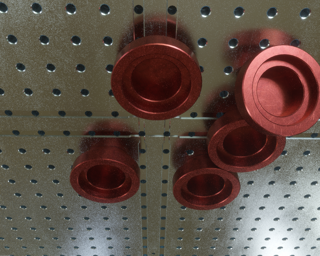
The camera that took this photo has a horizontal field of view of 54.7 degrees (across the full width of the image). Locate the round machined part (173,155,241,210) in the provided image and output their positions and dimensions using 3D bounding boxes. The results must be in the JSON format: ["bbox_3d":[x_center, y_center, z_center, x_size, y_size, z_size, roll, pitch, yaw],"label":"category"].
[{"bbox_3d":[0.068,0.078,0.469,0.099,0.042,0.097,-1,130,0],"label":"round machined part"}]

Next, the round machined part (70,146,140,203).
[{"bbox_3d":[-0.078,0.064,0.454,0.099,0.042,0.097,-1,130,0],"label":"round machined part"}]

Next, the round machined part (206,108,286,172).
[{"bbox_3d":[0.111,0.011,0.412,0.099,0.042,0.097,-1,130,0],"label":"round machined part"}]

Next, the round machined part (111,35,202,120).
[{"bbox_3d":[-0.004,-0.059,0.350,0.099,0.042,0.097,-1,130,0],"label":"round machined part"}]

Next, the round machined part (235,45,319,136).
[{"bbox_3d":[0.130,-0.039,0.347,0.099,0.042,0.097,0,88,-10],"label":"round machined part"}]
